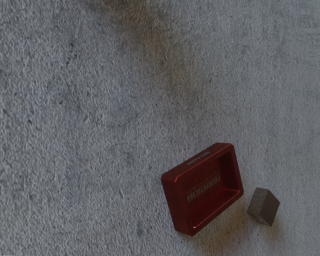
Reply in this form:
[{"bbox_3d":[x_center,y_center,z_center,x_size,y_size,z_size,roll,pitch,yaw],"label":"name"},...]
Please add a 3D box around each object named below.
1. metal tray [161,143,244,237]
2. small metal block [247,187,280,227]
[{"bbox_3d":[0.068,0.085,0.458,0.131,0.030,0.089,-25,106,-37],"label":"metal tray"},{"bbox_3d":[0.189,0.144,0.564,0.050,0.025,0.050,45,63,-31],"label":"small metal block"}]
